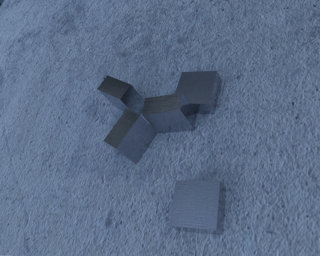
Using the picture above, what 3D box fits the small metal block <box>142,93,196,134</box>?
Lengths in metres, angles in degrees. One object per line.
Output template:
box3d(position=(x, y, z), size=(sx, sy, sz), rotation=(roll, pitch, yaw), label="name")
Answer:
box3d(position=(0.013, -0.017, 0.392), size=(0.050, 0.050, 0.025), rotation=(-6, 59, 25), label="small metal block")

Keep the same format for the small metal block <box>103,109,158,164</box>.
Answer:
box3d(position=(-0.037, 0.012, 0.400), size=(0.025, 0.050, 0.050), rotation=(26, 76, 37), label="small metal block")

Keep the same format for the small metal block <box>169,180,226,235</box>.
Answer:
box3d(position=(0.041, 0.084, 0.331), size=(0.050, 0.025, 0.050), rotation=(-4, 60, 26), label="small metal block")

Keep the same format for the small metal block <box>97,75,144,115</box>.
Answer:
box3d(position=(-0.053, -0.045, 0.443), size=(0.050, 0.050, 0.025), rotation=(26, 76, 37), label="small metal block")

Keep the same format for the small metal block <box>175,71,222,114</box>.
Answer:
box3d(position=(0.049, -0.047, 0.407), size=(0.050, 0.025, 0.050), rotation=(4, 63, 30), label="small metal block")
